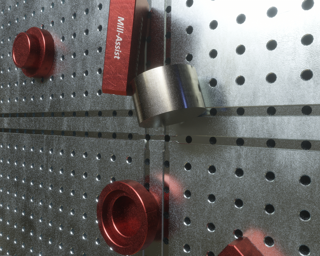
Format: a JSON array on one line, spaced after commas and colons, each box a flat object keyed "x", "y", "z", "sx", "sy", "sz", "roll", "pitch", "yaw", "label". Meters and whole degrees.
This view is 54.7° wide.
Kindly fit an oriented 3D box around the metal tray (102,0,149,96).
[{"x": -0.042, "y": -0.107, "z": 0.398, "sx": 0.030, "sy": 0.090, "sz": 0.129, "roll": 7, "pitch": 95, "yaw": 6, "label": "metal tray"}]

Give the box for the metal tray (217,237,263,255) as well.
[{"x": 0.100, "y": 0.194, "z": 0.322, "sx": 0.130, "sy": 0.030, "sz": 0.089, "roll": 47, "pitch": 118, "yaw": 29, "label": "metal tray"}]

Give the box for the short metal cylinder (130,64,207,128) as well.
[{"x": 0.009, "y": -0.035, "z": 0.364, "sx": 0.080, "sy": 0.081, "sz": 0.050, "roll": -21, "pitch": 77, "yaw": 38, "label": "short metal cylinder"}]

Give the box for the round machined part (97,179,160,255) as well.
[{"x": -0.040, "y": 0.120, "z": 0.429, "sx": 0.098, "sy": 0.042, "sz": 0.097, "roll": 0, "pitch": 90, "yaw": 39, "label": "round machined part"}]

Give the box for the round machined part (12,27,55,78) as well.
[{"x": -0.251, "y": -0.148, "z": 0.601, "sx": 0.098, "sy": 0.042, "sz": 0.097, "roll": 0, "pitch": 90, "yaw": 39, "label": "round machined part"}]
